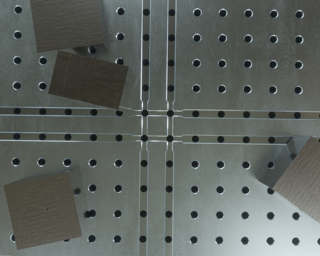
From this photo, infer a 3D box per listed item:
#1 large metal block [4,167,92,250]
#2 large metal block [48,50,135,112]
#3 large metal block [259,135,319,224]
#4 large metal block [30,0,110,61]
[{"bbox_3d":[-0.142,0.100,0.400,0.080,0.050,0.080,-12,90,0],"label":"large metal block"},{"bbox_3d":[-0.080,-0.054,0.385,0.080,0.080,0.050,13,90,0],"label":"large metal block"},{"bbox_3d":[0.193,0.065,0.402,0.080,0.050,0.080,37,90,0],"label":"large metal block"},{"bbox_3d":[-0.114,-0.136,0.400,0.080,0.050,0.080,-8,90,0],"label":"large metal block"}]
